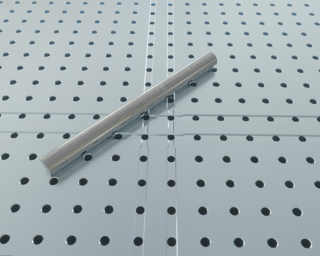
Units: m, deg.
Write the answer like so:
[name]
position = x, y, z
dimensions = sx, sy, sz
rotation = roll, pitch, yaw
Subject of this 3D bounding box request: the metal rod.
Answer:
[metal rod]
position = -0.027, -0.033, 0.435
dimensions = 0.302, 0.025, 0.025
rotation = -36, 59, -26
